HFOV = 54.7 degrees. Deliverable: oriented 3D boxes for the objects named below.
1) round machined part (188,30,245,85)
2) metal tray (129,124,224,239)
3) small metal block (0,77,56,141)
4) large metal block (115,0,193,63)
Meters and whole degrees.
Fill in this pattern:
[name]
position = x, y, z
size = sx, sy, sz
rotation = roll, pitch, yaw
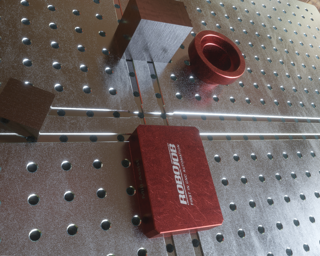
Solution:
[round machined part]
position = 0.089, -0.111, 0.516
size = 0.099, 0.042, 0.098
rotation = 14, 56, -21
[metal tray]
position = 0.017, 0.060, 0.379
size = 0.091, 0.030, 0.130
rotation = 2, 61, -28
[small metal block]
position = -0.150, -0.021, 0.341
size = 0.050, 0.025, 0.050
rotation = 21, 54, -16
[large metal block]
position = -0.012, -0.144, 0.456
size = 0.081, 0.080, 0.050
rotation = -1, 63, -29
